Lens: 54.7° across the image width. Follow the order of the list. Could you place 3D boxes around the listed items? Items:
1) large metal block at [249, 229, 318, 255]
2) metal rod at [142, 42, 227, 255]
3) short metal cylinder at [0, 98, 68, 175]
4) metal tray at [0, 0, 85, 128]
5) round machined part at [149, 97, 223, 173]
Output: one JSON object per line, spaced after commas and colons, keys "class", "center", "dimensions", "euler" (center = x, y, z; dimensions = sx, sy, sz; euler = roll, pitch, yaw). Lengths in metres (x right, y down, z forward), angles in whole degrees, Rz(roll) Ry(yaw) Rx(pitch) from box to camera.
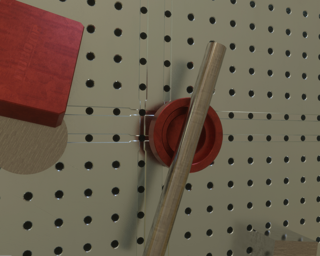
{"class": "large metal block", "center": [0.184, 0.203, 0.470], "dimensions": [0.081, 0.050, 0.080], "euler": [10, 87, -20]}
{"class": "metal rod", "center": [0.028, 0.038, 0.379], "dimensions": [0.025, 0.025, 0.299], "euler": [20, 84, -19]}
{"class": "short metal cylinder", "center": [-0.147, 0.009, 0.345], "dimensions": [0.081, 0.050, 0.079], "euler": [0, 90, -21]}
{"class": "metal tray", "center": [-0.138, -0.071, 0.329], "dimensions": [0.091, 0.030, 0.130], "euler": [14, 57, -20]}
{"class": "round machined part", "center": [0.031, 0.009, 0.416], "dimensions": [0.099, 0.042, 0.097], "euler": [0, 90, -21]}
